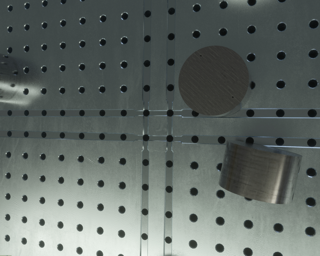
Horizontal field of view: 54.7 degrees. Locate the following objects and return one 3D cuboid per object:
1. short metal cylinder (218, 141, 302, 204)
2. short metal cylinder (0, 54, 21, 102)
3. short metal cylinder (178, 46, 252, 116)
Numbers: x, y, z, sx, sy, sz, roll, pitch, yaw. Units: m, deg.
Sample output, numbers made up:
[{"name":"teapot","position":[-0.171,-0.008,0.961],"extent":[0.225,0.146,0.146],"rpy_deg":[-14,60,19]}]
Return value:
[{"name":"short metal cylinder","position":[0.110,0.046,0.344],"extent":[0.080,0.080,0.050],"rpy_deg":[12,94,19]},{"name":"short metal cylinder","position":[-0.274,-0.083,0.496],"extent":[0.080,0.050,0.079],"rpy_deg":[0,90,20]},{"name":"short metal cylinder","position":[0.068,-0.054,0.375],"extent":[0.080,0.050,0.079],"rpy_deg":[0,90,20]}]
